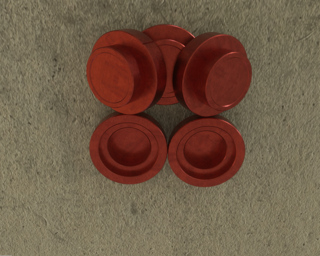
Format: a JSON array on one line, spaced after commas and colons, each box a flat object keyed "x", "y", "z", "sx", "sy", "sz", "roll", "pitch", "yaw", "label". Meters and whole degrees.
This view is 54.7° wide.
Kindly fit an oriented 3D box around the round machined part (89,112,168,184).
[{"x": -0.040, "y": 0.022, "z": 0.409, "sx": 0.099, "sy": 0.042, "sz": 0.097, "roll": 0, "pitch": 110, "yaw": -1, "label": "round machined part"}]

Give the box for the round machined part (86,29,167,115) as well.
[{"x": -0.045, "y": -0.061, "z": 0.353, "sx": 0.098, "sy": 0.042, "sz": 0.097, "roll": 14, "pitch": 118, "yaw": 30, "label": "round machined part"}]

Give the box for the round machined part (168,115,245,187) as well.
[{"x": 0.059, "y": 0.026, "z": 0.412, "sx": 0.099, "sy": 0.042, "sz": 0.097, "roll": 0, "pitch": 110, "yaw": -1, "label": "round machined part"}]

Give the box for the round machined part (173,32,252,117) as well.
[{"x": 0.067, "y": -0.058, "z": 0.358, "sx": 0.099, "sy": 0.042, "sz": 0.097, "roll": -15, "pitch": 120, "yaw": -28, "label": "round machined part"}]

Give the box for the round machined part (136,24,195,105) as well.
[{"x": 0.006, "y": -0.074, "z": 0.374, "sx": 0.099, "sy": 0.042, "sz": 0.097, "roll": 0, "pitch": 110, "yaw": -1, "label": "round machined part"}]
